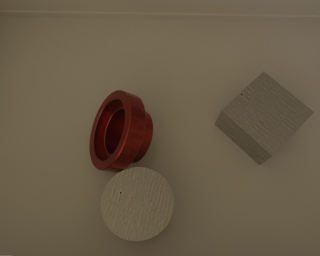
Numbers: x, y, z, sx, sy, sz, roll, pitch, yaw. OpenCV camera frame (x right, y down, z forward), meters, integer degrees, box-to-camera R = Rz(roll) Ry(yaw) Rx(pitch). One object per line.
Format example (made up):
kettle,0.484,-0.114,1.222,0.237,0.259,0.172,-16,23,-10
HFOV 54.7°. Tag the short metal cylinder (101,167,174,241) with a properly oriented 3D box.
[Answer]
short metal cylinder,-0.025,0.090,0.363,0.081,0.050,0.080,0,70,0

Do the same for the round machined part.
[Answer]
round machined part,-0.045,0.006,0.379,0.042,0.098,0.098,17,66,-34

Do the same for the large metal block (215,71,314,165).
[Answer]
large metal block,0.132,-0.012,0.402,0.080,0.050,0.080,-42,76,-14
